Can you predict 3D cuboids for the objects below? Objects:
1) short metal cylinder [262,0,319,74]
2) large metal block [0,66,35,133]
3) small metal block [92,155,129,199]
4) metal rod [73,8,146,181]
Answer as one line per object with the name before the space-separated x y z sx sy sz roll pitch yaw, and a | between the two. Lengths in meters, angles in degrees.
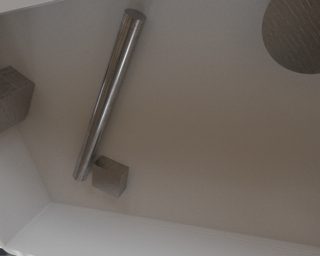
short metal cylinder | 0.133 -0.093 0.265 0.080 0.050 0.079 13 124 20
large metal block | -0.248 -0.039 0.474 0.050 0.080 0.079 36 125 4
small metal block | -0.080 0.078 0.497 0.050 0.025 0.050 22 127 14
metal rod | -0.082 -0.023 0.435 0.025 0.025 0.298 33 129 6
